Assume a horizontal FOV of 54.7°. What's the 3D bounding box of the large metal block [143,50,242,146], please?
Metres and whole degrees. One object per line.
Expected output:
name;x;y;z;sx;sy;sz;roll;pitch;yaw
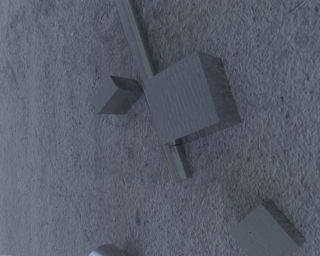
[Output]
large metal block;0.036;-0.030;0.358;0.080;0.050;0.080;-24;75;37

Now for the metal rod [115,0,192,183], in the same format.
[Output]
metal rod;-0.017;-0.074;0.416;0.025;0.025;0.299;-28;73;36

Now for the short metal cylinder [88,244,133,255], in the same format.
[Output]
short metal cylinder;-0.066;0.207;0.421;0.050;0.081;0.079;12;97;39

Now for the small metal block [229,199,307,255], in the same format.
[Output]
small metal block;0.108;0.110;0.315;0.050;0.025;0.050;52;120;27

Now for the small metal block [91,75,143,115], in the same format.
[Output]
small metal block;-0.060;-0.045;0.436;0.050;0.050;0.025;-46;63;30
